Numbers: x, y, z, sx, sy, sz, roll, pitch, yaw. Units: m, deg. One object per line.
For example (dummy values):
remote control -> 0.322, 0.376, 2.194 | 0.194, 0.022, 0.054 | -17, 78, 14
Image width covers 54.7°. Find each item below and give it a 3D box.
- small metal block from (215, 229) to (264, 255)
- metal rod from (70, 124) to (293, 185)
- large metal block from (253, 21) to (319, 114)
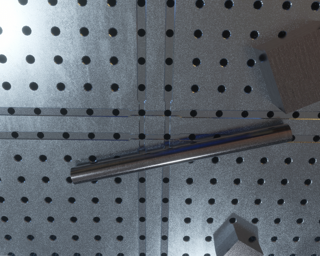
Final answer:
small metal block -> 0.124, 0.196, 0.488 | 0.050, 0.025, 0.050 | 33, 107, -12
metal rod -> 0.026, 0.037, 0.427 | 0.302, 0.025, 0.025 | -12, 110, 3
large metal block -> 0.171, -0.074, 0.375 | 0.080, 0.050, 0.080 | -23, 109, 8
